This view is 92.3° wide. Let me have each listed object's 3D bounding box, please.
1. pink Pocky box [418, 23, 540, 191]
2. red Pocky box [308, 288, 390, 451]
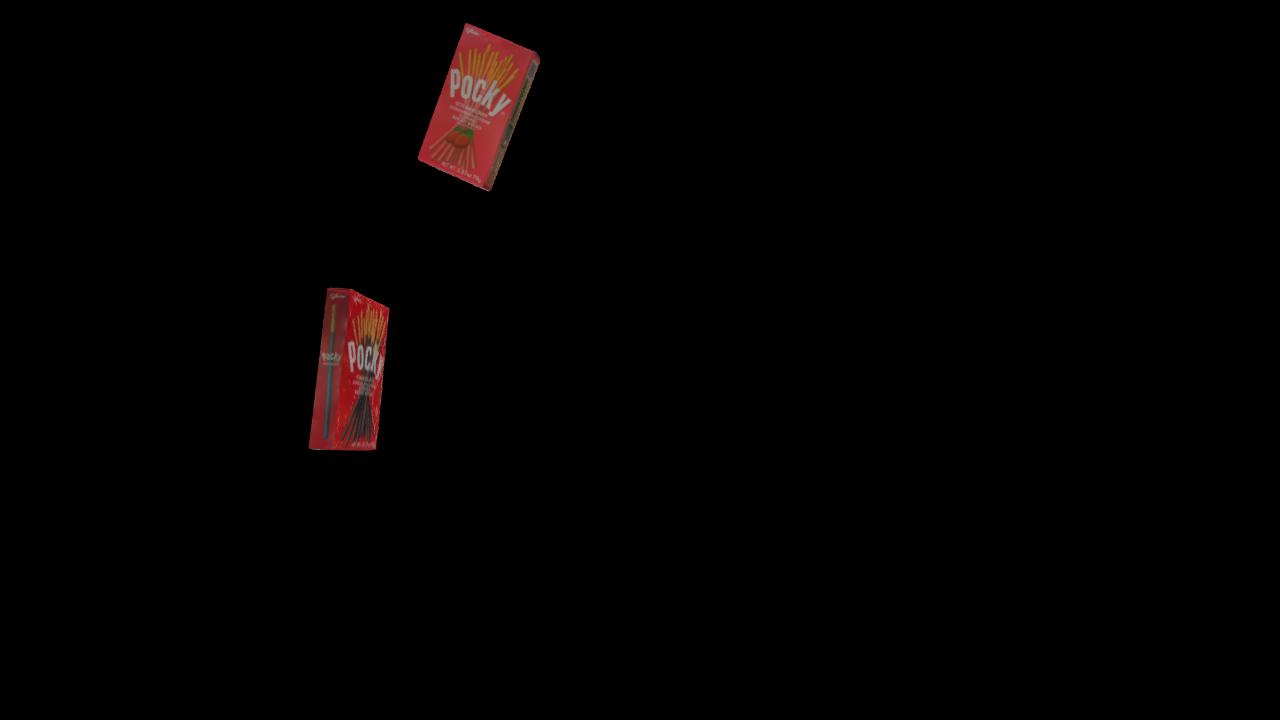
[{"bbox_3d":[-0.176,-0.274,0.671,0.084,0.155,0.029,25,9,4],"label":"pink Pocky box"},{"bbox_3d":[-0.285,0.012,0.611,0.028,0.155,0.083,2,-8,5],"label":"red Pocky box"}]
